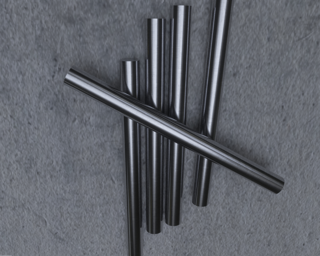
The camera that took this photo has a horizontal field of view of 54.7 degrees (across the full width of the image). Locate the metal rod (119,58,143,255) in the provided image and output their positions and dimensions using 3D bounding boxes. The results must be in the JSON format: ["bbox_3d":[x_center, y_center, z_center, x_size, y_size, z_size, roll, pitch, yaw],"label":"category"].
[{"bbox_3d":[-0.038,0.056,0.430,0.025,0.025,0.298,0,110,-1],"label":"metal rod"}]

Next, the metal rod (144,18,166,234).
[{"bbox_3d":[-0.007,0.012,0.413,0.025,0.025,0.298,0,110,-1],"label":"metal rod"}]

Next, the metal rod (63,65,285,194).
[{"bbox_3d":[0.026,0.008,0.385,0.301,0.025,0.025,28,108,-10],"label":"metal rod"}]

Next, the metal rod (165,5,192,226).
[{"bbox_3d":[0.022,-0.002,0.409,0.025,0.025,0.298,1,110,-1],"label":"metal rod"}]

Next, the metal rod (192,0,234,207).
[{"bbox_3d":[0.066,-0.032,0.398,0.025,0.025,0.298,3,110,-2],"label":"metal rod"}]
